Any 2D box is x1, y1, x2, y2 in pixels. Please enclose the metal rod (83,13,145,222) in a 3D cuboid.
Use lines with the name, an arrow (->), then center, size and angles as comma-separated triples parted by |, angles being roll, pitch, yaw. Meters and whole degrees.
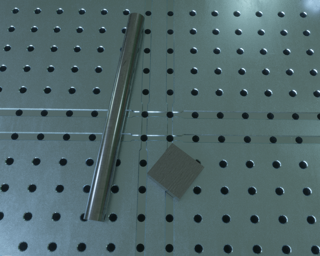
metal rod -> -0.057, -0.028, 0.421 | 0.025, 0.025, 0.299 | 8, 70, 3

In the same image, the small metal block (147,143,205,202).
small metal block -> 0.020, 0.056, 0.391 | 0.050, 0.025, 0.050 | 37, 74, 12
